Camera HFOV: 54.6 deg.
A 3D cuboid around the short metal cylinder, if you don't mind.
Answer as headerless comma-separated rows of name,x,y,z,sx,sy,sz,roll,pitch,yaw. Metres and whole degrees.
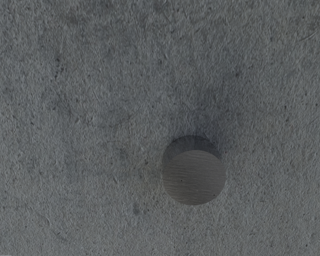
short metal cylinder,0.044,0.056,0.417,0.080,0.050,0.079,0,110,0
